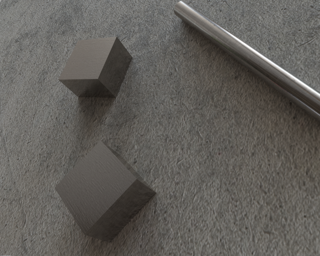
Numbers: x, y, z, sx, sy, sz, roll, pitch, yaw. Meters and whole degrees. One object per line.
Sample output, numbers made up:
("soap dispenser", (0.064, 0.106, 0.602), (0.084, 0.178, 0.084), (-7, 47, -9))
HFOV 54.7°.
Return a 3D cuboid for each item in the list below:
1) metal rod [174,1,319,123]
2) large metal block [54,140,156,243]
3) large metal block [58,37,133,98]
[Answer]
("metal rod", (0.106, -0.102, 0.410), (0.025, 0.025, 0.300), (-39, 51, 1))
("large metal block", (-0.066, 0.076, 0.375), (0.080, 0.050, 0.080), (-47, 52, -5))
("large metal block", (-0.102, -0.096, 0.498), (0.080, 0.050, 0.080), (4, 64, 29))
